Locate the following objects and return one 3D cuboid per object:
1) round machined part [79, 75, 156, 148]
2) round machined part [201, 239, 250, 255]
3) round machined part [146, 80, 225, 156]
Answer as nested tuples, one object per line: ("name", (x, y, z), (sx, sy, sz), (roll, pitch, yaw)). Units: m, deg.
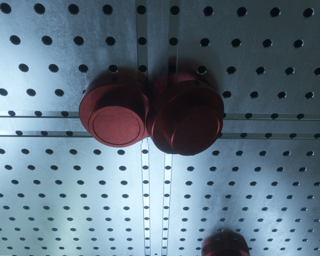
("round machined part", (-0.052, -0.013, 0.389), (0.099, 0.042, 0.097), (0, 130, 0))
("round machined part", (0.135, 0.271, 0.632), (0.099, 0.042, 0.097), (0, 130, 0))
("round machined part", (0.036, -0.005, 0.373), (0.099, 0.042, 0.097), (-16, 132, -18))
